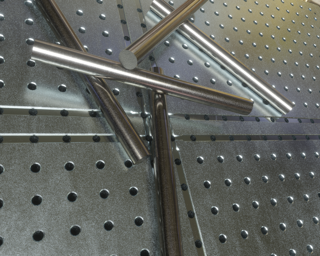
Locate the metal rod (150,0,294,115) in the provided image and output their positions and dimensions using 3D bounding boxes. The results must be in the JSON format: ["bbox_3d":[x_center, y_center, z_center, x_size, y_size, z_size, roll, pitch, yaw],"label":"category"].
[{"bbox_3d":[0.109,-0.125,0.541,0.300,0.025,0.025,37,51,-3],"label":"metal rod"}]

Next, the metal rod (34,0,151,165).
[{"bbox_3d":[-0.100,-0.085,0.405,0.025,0.025,0.299,-24,75,-36],"label":"metal rod"}]

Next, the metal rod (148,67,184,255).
[{"bbox_3d":[0.005,0.049,0.380,0.025,0.025,0.299,9,58,-24],"label":"metal rod"}]

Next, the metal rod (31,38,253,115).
[{"bbox_3d":[-0.006,-0.060,0.407,0.302,0.025,0.025,12,57,-22],"label":"metal rod"}]

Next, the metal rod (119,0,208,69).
[{"bbox_3d":[0.022,-0.166,0.477,0.025,0.025,0.301,38,44,-3],"label":"metal rod"}]
